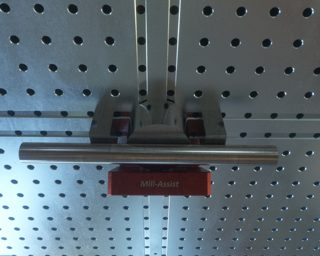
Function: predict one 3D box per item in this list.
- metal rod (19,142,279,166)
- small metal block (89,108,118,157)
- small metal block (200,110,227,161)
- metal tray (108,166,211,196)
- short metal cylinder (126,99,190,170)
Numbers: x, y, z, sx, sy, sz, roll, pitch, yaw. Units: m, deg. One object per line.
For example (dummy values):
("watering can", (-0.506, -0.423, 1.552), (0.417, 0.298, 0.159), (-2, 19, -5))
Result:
("metal rod", (-0.013, 0.031, 0.372), (0.302, 0.025, 0.025), (1, 130, -1))
("small metal block", (-0.072, 0.009, 0.403), (0.025, 0.050, 0.050), (-1, 130, 0))
("small metal block", (0.068, 0.012, 0.406), (0.025, 0.050, 0.050), (-1, 130, 0))
("metal tray", (-0.001, 0.072, 0.433), (0.131, 0.090, 0.030), (0, 87, -1))
("short metal cylinder", (-0.002, 0.010, 0.403), (0.081, 0.050, 0.079), (0, 130, 0))
